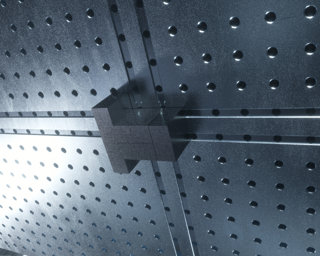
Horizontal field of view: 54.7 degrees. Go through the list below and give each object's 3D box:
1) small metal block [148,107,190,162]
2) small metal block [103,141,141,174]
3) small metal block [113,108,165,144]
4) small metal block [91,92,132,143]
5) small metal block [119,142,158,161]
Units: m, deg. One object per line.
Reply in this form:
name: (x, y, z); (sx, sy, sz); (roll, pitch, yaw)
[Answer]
small metal block: (0.013, 0.007, 0.390); (0.025, 0.050, 0.050); (0, 118, 28)
small metal block: (-0.048, 0.029, 0.436); (0.025, 0.050, 0.050); (0, 118, 28)
small metal block: (-0.023, -0.004, 0.403); (0.050, 0.050, 0.025); (0, 118, 28)
small metal block: (-0.060, -0.015, 0.415); (0.025, 0.050, 0.050); (0, 118, 28)
small metal block: (-0.018, 0.018, 0.413); (0.050, 0.050, 0.025); (0, 118, 28)
